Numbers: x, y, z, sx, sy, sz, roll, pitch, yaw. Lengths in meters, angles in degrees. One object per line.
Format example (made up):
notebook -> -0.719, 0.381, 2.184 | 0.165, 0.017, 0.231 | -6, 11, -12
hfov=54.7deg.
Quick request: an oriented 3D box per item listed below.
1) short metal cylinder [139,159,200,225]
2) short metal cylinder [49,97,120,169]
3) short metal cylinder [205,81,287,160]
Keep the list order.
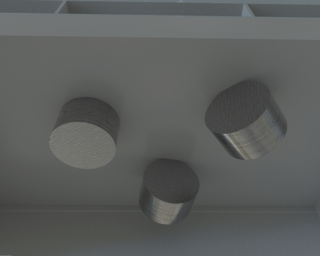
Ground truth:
short metal cylinder -> 0.012, 0.091, 0.451 | 0.081, 0.080, 0.050 | 8, 130, -7
short metal cylinder -> -0.094, 0.007, 0.398 | 0.081, 0.050, 0.079 | 0, 130, 0
short metal cylinder -> 0.101, -0.009, 0.366 | 0.080, 0.080, 0.050 | -28, 125, 22
